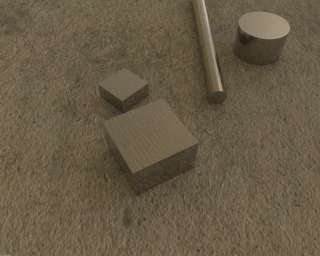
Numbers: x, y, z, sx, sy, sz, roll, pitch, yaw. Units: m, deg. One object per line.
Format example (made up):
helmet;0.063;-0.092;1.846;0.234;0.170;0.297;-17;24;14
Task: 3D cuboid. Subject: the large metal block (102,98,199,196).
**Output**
large metal block;-0.012;0.021;0.369;0.081;0.050;0.080;-23;54;-19

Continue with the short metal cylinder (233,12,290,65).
short metal cylinder;0.166;-0.149;0.513;0.081;0.050;0.080;0;50;0

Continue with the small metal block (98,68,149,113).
small metal block;-0.052;-0.055;0.449;0.050;0.025;0.050;35;58;26

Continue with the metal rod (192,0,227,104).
metal rod;0.079;-0.158;0.536;0.025;0.025;0.300;-1;50;-1
